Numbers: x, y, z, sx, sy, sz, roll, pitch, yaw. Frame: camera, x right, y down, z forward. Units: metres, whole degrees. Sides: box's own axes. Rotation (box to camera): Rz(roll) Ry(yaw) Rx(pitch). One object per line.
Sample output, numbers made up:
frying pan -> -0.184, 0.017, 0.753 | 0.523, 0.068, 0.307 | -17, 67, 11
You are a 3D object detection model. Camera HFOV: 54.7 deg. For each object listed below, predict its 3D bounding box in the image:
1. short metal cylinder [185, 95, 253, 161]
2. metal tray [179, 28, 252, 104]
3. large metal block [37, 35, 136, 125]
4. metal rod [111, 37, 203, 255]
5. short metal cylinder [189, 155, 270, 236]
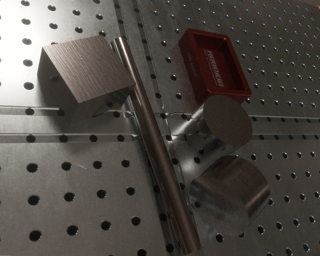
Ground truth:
short metal cylinder -> 0.082, 0.000, 0.438 | 0.081, 0.050, 0.080 | 14, 56, -21
metal tray -> 0.091, -0.103, 0.518 | 0.091, 0.030, 0.130 | 1, 61, -28
large metal block -> -0.091, -0.061, 0.381 | 0.081, 0.050, 0.080 | -26, 76, -37
metal rod -> -0.012, 0.007, 0.398 | 0.025, 0.025, 0.299 | -7, 65, -31
short metal cylinder -> 0.082, 0.080, 0.371 | 0.050, 0.080, 0.080 | -31, 80, -38
